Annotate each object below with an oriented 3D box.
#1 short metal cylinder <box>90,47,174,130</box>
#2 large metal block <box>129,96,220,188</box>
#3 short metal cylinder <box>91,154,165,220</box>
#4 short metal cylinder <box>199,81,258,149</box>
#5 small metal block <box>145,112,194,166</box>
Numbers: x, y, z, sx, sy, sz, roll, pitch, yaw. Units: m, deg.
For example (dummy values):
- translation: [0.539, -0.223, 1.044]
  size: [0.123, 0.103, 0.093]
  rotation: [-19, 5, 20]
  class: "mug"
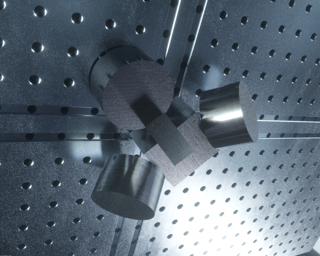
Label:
- translation: [-0.032, -0.045, 0.346]
  size: [0.081, 0.050, 0.079]
  rotation: [-14, 124, -21]
  class: "short metal cylinder"
- translation: [0.020, 0.019, 0.410]
  size: [0.080, 0.050, 0.080]
  rotation: [-39, 130, -2]
  class: "large metal block"
- translation: [-0.039, 0.075, 0.389]
  size: [0.080, 0.050, 0.080]
  rotation: [12, 145, 9]
  class: "short metal cylinder"
- translation: [0.091, -0.016, 0.402]
  size: [0.050, 0.080, 0.080]
  rotation: [-13, 136, 28]
  class: "short metal cylinder"
- translation: [0.010, 0.013, 0.340]
  size: [0.025, 0.050, 0.050]
  rotation: [-37, 86, -1]
  class: "small metal block"
